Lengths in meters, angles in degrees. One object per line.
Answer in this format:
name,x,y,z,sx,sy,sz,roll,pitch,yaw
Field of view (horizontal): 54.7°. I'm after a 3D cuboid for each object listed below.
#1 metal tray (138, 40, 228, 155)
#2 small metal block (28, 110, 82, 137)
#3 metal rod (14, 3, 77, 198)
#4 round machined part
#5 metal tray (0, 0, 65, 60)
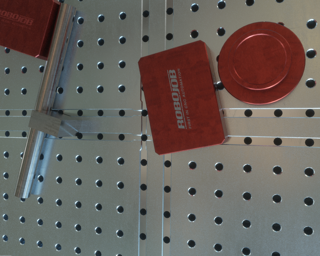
metal tray,0.029,-0.036,0.399,0.090,0.030,0.129,-12,86,19
small metal block,-0.151,-0.007,0.451,0.050,0.050,0.025,18,96,17
metal rod,-0.176,-0.038,0.472,0.025,0.025,0.298,18,96,19
round machined part,0.117,-0.076,0.362,0.098,0.042,0.097,0,90,19
metal tray,-0.219,-0.166,0.485,0.130,0.030,0.089,20,97,18
